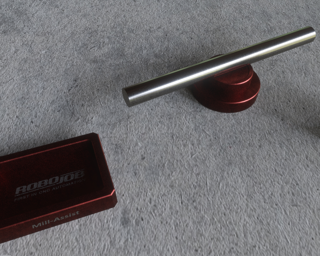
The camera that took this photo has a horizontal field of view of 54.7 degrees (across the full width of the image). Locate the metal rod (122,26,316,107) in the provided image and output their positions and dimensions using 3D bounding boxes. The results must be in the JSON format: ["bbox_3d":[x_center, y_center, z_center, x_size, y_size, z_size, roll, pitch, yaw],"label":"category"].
[{"bbox_3d":[0.092,-0.090,0.424,0.302,0.025,0.025,-21,54,-18],"label":"metal rod"}]

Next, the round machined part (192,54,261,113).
[{"bbox_3d":[0.098,-0.072,0.454,0.099,0.042,0.098,0,50,0],"label":"round machined part"}]

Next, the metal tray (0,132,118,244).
[{"bbox_3d":[-0.123,0.062,0.346,0.131,0.030,0.090,-15,52,-13],"label":"metal tray"}]
